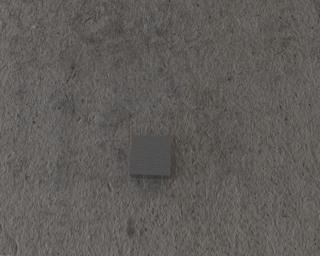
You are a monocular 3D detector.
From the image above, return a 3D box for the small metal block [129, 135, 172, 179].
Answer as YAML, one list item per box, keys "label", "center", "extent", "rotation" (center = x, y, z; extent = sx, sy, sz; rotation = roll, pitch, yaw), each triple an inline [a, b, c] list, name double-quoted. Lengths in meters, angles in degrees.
- label: "small metal block"
  center: [-0.011, 0.037, 0.395]
  extent: [0.050, 0.025, 0.050]
  rotation: [2, 70, 1]
